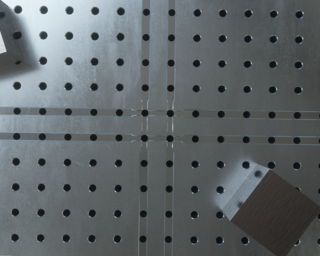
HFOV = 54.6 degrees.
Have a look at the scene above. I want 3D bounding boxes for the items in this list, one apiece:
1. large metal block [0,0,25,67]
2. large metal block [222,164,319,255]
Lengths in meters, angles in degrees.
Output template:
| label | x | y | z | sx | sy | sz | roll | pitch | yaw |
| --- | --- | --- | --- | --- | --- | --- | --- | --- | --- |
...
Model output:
| label | x | y | z | sx | sy | sz | roll | pitch | yaw |
| --- | --- | --- | --- | --- | --- | --- | --- | --- | --- |
| large metal block | -0.236 | -0.119 | 0.399 | 0.080 | 0.050 | 0.080 | -17 | 90 | 0 |
| large metal block | 0.142 | 0.105 | 0.402 | 0.080 | 0.050 | 0.080 | 37 | 90 | 0 |
